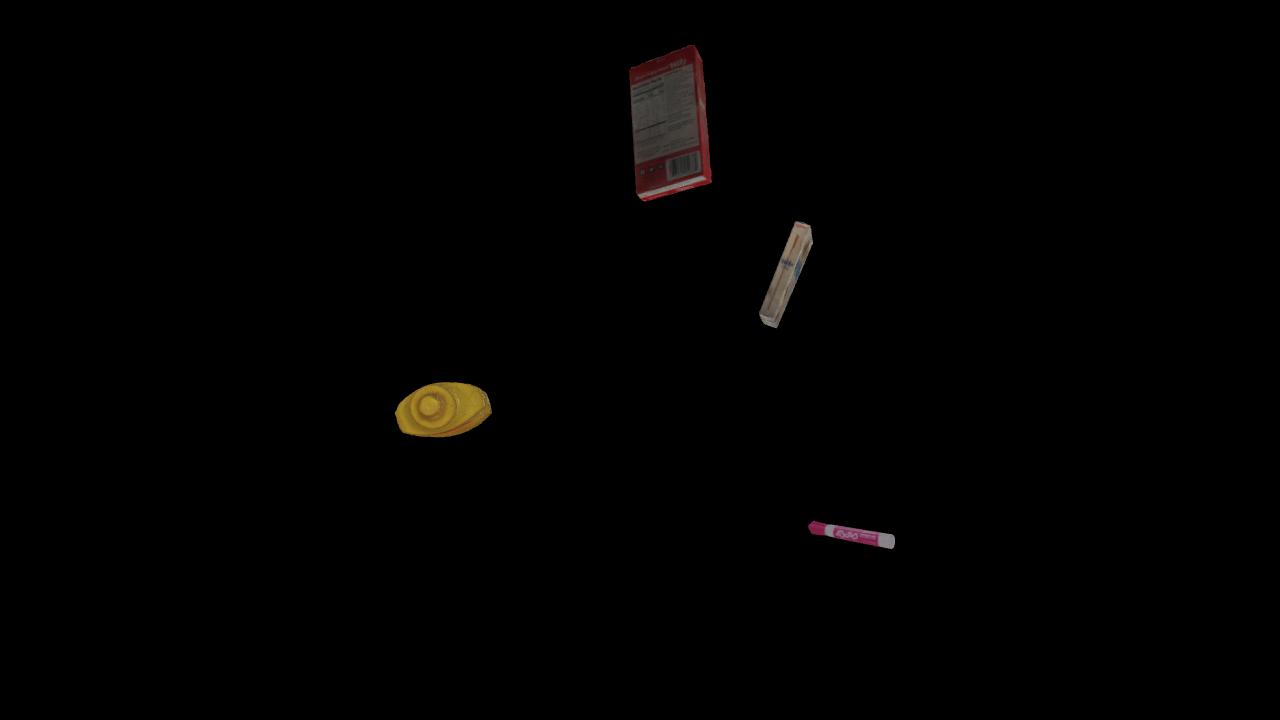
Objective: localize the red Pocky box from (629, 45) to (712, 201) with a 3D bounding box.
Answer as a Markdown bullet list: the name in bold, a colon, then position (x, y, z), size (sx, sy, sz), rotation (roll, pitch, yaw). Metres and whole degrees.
- **red Pocky box**: position (0.032, -0.258, 0.674), size (0.083, 0.155, 0.028), rotation (-8, -12, 27)

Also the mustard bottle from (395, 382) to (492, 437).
- **mustard bottle**: position (-0.209, 0.052, 0.651), size (0.092, 0.054, 0.184), rotation (-10, -5, -11)

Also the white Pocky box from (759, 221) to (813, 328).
- **white Pocky box**: position (0.228, -0.130, 0.962), size (0.028, 0.154, 0.084), rotation (22, -1, 19)

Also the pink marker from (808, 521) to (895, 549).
- **pink marker**: position (0.286, 0.238, 0.842), size (0.020, 0.020, 0.121), rotation (0, -2, -44)
